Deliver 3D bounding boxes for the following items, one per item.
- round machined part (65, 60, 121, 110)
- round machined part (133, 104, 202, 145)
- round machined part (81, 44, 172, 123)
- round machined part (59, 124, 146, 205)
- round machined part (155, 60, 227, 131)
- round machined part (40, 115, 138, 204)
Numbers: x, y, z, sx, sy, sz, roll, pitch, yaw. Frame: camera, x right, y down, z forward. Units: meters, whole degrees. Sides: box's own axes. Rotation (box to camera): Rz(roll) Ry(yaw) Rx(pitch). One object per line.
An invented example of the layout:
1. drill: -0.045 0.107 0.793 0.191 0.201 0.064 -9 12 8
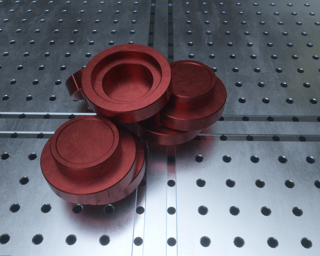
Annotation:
1. round machined part: -0.072 -0.056 0.419 0.099 0.098 0.042 -22 89 -17
2. round machined part: 0.011 -0.029 0.394 0.099 0.042 0.098 0 50 0
3. round machined part: -0.035 -0.046 0.352 0.098 0.042 0.098 -1 58 2
4. round machined part: -0.066 0.031 0.343 0.099 0.042 0.098 0 50 0
5. round machined part: 0.033 -0.047 0.380 0.099 0.042 0.098 0 49 0
6. round machined part: -0.073 0.025 0.320 0.099 0.042 0.098 0 50 0
